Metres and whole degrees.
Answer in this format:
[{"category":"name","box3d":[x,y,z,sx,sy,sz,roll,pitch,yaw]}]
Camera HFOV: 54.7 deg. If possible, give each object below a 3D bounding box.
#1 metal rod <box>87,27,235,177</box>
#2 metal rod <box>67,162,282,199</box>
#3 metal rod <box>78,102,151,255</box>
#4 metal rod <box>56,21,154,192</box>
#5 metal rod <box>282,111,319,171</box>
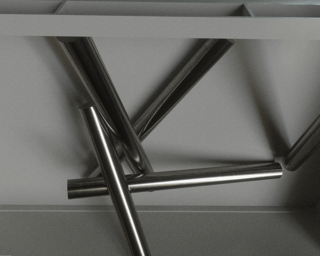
[{"category":"metal rod","box3d":[-0.018,-0.005,0.404,0.025,0.025,0.299,29,124,-23]},{"category":"metal rod","box3d":[0.030,0.071,0.429,0.302,0.025,0.025,-3,131,-14]},{"category":"metal rod","box3d":[-0.042,0.109,0.395,0.025,0.025,0.298,-11,112,9]},{"category":"metal rod","box3d":[-0.041,0.007,0.364,0.025,0.025,0.299,-9,145,7]},{"category":"metal rod","box3d":[0.173,-0.005,0.321,0.025,0.025,0.299,-7,157,6]}]
